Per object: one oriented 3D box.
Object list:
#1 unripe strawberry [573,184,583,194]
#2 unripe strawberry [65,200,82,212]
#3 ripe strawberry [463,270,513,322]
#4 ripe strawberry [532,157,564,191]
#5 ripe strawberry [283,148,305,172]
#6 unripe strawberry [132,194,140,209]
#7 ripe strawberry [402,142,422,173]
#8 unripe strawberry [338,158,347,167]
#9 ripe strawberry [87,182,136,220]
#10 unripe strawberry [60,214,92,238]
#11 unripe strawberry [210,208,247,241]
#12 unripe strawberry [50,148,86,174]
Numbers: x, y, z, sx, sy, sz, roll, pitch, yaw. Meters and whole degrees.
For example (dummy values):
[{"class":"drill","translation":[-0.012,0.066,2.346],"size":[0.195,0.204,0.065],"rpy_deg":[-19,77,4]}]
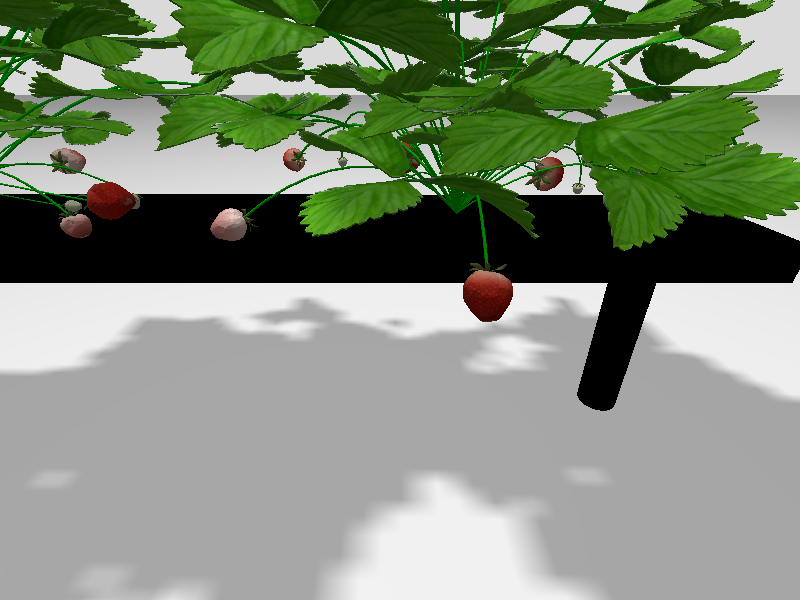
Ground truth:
[{"class":"unripe strawberry","translation":[0.184,-0.115,0.414],"size":[0.010,0.010,0.011],"rpy_deg":[-14,32,-24]},{"class":"unripe strawberry","translation":[-0.290,-0.084,0.356],"size":[0.012,0.010,0.012],"rpy_deg":[0,29,-1]},{"class":"ripe strawberry","translation":[0.043,-0.002,0.196],"size":[0.025,0.025,0.021],"rpy_deg":[1,-13,2]},{"class":"ripe strawberry","translation":[0.157,-0.132,0.419],"size":[0.033,0.035,0.031],"rpy_deg":[-19,34,-33]},{"class":"ripe strawberry","translation":[-0.139,-0.181,0.519],"size":[0.027,0.029,0.029],"rpy_deg":[-25,24,-38]},{"class":"unripe strawberry","translation":[-0.243,-0.089,0.363],"size":[0.014,0.014,0.013],"rpy_deg":[-9,29,0]},{"class":"ripe strawberry","translation":[0.007,-0.180,0.505],"size":[0.041,0.036,0.037],"rpy_deg":[-7,24,-12]},{"class":"unripe strawberry","translation":[-0.072,-0.171,0.499],"size":[0.011,0.011,0.011],"rpy_deg":[-19,34,-31]},{"class":"ripe strawberry","translation":[-0.238,-0.082,0.332],"size":[0.031,0.030,0.034],"rpy_deg":[4,29,6]},{"class":"unripe strawberry","translation":[-0.240,-0.054,0.297],"size":[0.017,0.017,0.019],"rpy_deg":[-23,16,32]},{"class":"unripe strawberry","translation":[-0.124,-0.054,0.290],"size":[0.025,0.022,0.025],"rpy_deg":[-26,34,-10]},{"class":"unripe strawberry","translation":[-0.411,-0.173,0.499],"size":[0.034,0.030,0.031],"rpy_deg":[-2,28,-3]}]
